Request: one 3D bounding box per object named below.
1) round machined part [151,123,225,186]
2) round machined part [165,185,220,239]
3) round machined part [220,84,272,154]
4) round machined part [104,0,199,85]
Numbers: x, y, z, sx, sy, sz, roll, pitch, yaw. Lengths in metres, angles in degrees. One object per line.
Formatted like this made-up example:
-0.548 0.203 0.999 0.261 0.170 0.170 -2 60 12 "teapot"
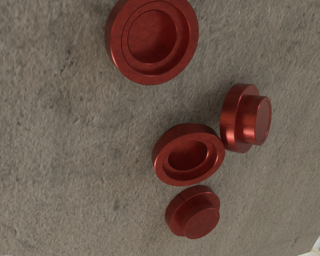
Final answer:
0.036 0.032 0.428 0.099 0.042 0.097 -8 129 -10 "round machined part"
0.061 0.148 0.523 0.099 0.042 0.097 -14 125 -21 "round machined part"
0.124 -0.012 0.430 0.099 0.042 0.097 -18 112 -52 "round machined part"
-0.011 -0.098 0.330 0.099 0.042 0.097 -14 125 -21 "round machined part"
